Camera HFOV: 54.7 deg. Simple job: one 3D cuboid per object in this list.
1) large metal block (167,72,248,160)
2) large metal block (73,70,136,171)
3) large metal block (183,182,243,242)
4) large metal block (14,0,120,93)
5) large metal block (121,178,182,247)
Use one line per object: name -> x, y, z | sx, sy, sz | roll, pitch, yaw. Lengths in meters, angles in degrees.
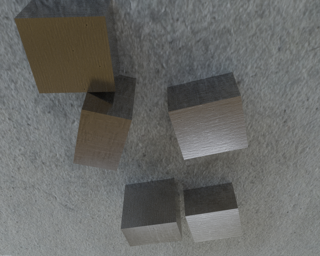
large metal block -> 0.058, -0.013, 0.381 | 0.080, 0.050, 0.080 | -12, 129, 10
large metal block -> -0.064, -0.010, 0.362 | 0.050, 0.080, 0.079 | 12, 129, -11
large metal block -> 0.088, 0.141, 0.512 | 0.080, 0.050, 0.080 | -11, 130, 9
large metal block -> -0.088, -0.084, 0.318 | 0.081, 0.050, 0.079 | -1, 130, 0
large metal block -> -0.011, 0.130, 0.482 | 0.080, 0.080, 0.050 | -9, 130, 7
